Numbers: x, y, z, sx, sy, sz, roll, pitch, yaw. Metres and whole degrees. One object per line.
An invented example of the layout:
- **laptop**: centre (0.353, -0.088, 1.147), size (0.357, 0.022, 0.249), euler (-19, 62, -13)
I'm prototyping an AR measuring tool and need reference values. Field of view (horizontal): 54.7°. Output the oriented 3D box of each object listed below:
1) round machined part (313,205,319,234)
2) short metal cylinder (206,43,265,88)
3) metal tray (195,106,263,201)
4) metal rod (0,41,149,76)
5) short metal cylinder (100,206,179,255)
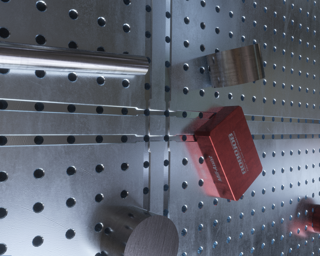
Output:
- **round machined part**: centre (0.396, 0.219, 0.731), size (0.099, 0.042, 0.097), euler (0, 90, -40)
- **short metal cylinder**: centre (0.114, -0.094, 0.468), size (0.081, 0.080, 0.050), euler (-21, 104, -38)
- **metal tray**: centre (0.115, 0.040, 0.502), size (0.091, 0.030, 0.129), euler (-38, 113, -33)
- **metal rod**: centre (-0.138, -0.068, 0.293), size (0.302, 0.025, 0.025), euler (-5, 93, -40)
- **short metal cylinder**: centre (-0.024, 0.140, 0.373), size (0.081, 0.050, 0.080), euler (0, 90, -40)
